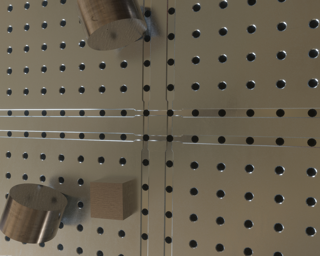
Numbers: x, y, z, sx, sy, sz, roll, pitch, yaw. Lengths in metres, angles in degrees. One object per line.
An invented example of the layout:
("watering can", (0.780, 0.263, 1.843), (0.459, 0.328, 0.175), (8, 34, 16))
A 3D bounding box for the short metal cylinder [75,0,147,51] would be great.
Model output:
("short metal cylinder", (-0.063, -0.143, 0.406), (0.080, 0.080, 0.050), (-22, 83, 19))

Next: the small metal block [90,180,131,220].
("small metal block", (-0.070, 0.100, 0.437), (0.050, 0.025, 0.050), (-1, 90, 20))

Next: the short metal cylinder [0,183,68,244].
("short metal cylinder", (-0.182, 0.121, 0.448), (0.080, 0.080, 0.050), (23, 98, 18))
